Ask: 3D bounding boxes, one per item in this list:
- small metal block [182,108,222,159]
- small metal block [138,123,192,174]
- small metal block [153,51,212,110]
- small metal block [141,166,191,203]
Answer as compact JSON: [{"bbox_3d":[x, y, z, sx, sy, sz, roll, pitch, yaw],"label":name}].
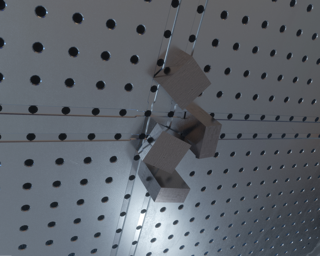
[{"bbox_3d":[0.056,0.007,0.429,0.025,0.050,0.050,-7,121,-25],"label":"small metal block"},{"bbox_3d":[0.006,0.028,0.426,0.050,0.025,0.050,27,104,-28],"label":"small metal block"},{"bbox_3d":[0.028,-0.059,0.390,0.050,0.025,0.050,-43,129,2],"label":"small metal block"},{"bbox_3d":[0.007,0.082,0.449,0.050,0.050,0.025,10,114,-33],"label":"small metal block"}]
